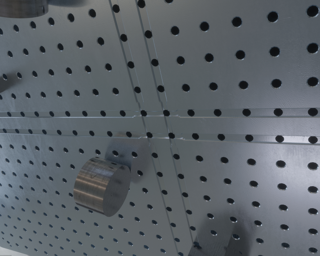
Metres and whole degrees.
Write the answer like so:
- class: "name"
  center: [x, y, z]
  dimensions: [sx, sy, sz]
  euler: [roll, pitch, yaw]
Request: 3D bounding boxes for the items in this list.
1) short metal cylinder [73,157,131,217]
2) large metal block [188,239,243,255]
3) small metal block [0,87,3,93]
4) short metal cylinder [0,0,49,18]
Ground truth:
- class: "short metal cylinder"
  center: [-0.087, 0.090, 0.477]
  dimensions: [0.050, 0.080, 0.079]
  euler: [14, 124, 20]
- class: "large metal block"
  center: [0.079, 0.226, 0.474]
  dimensions: [0.080, 0.080, 0.050]
  euler: [-30, 102, 38]
- class: "small metal block"
  center: [-0.305, -0.056, 0.521]
  dimensions: [0.050, 0.050, 0.025]
  euler: [-15, 111, 34]
- class: "short metal cylinder"
  center: [-0.174, -0.168, 0.364]
  dimensions: [0.080, 0.080, 0.050]
  euler: [23, 127, 14]
